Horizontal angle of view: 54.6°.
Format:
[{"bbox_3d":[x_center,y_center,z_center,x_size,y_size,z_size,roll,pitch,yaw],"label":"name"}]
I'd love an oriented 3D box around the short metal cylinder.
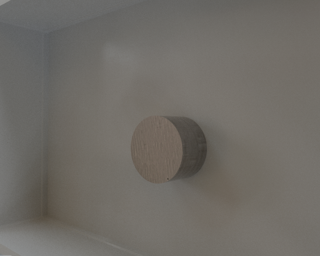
[{"bbox_3d":[0.010,0.025,0.383,0.080,0.050,0.080,0,90,40],"label":"short metal cylinder"}]
